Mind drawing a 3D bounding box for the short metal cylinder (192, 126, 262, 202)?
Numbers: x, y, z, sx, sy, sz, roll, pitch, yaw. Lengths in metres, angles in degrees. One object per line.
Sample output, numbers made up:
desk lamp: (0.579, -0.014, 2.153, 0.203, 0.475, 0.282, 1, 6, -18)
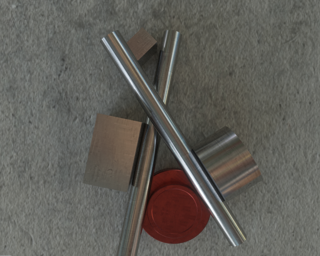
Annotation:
short metal cylinder: (0.081, 0.045, 0.385, 0.050, 0.080, 0.080, -32, 90, 0)

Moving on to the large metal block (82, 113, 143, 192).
large metal block: (-0.053, 0.027, 0.383, 0.050, 0.080, 0.080, 12, 90, 0)

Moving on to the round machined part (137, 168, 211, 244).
round machined part: (0.018, 0.103, 0.404, 0.099, 0.042, 0.097, 0, 90, -1)

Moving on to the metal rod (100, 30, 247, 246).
metal rod: (0.022, 0.020, 0.377, 0.025, 0.025, 0.299, -33, 99, 0)

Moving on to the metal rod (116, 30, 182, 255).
metal rod: (-0.013, 0.020, 0.396, 0.025, 0.025, 0.298, 12, 84, -1)

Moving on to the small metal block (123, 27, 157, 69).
small metal block: (-0.030, -0.096, 0.398, 0.050, 0.050, 0.025, -45, 91, 0)
